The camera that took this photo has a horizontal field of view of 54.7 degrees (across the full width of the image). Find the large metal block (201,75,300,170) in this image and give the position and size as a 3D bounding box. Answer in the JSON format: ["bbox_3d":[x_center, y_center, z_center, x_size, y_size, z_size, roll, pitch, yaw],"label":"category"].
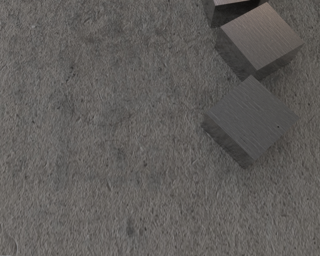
[{"bbox_3d":[0.112,-0.007,0.398,0.080,0.050,0.080,-40,75,-13],"label":"large metal block"}]

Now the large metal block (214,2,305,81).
[{"bbox_3d":[0.137,-0.117,0.438,0.080,0.050,0.080,-31,73,-11],"label":"large metal block"}]

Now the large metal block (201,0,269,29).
[{"bbox_3d":[0.109,-0.206,0.471,0.081,0.050,0.080,-11,70,-4],"label":"large metal block"}]
